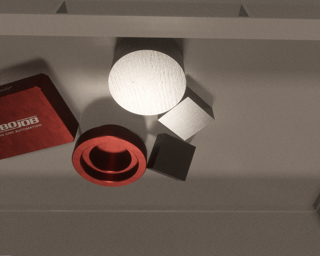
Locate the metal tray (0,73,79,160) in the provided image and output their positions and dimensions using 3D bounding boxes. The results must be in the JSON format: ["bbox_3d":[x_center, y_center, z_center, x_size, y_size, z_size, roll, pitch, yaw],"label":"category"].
[{"bbox_3d":[-0.184,-0.010,0.395,0.130,0.030,0.090,-14,129,11],"label":"metal tray"}]

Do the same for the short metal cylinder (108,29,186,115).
[{"bbox_3d":[-0.013,-0.061,0.341,0.081,0.050,0.079,0,130,0],"label":"short metal cylinder"}]

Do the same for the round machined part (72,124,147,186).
[{"bbox_3d":[-0.067,0.033,0.426,0.099,0.042,0.097,0,130,0],"label":"round machined part"}]

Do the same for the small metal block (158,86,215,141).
[{"bbox_3d":[0.033,-0.018,0.394,0.050,0.025,0.050,-37,121,27],"label":"small metal block"}]

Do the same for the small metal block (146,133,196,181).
[{"bbox_3d":[0.015,0.040,0.425,0.050,0.050,0.025,24,165,-20],"label":"small metal block"}]
